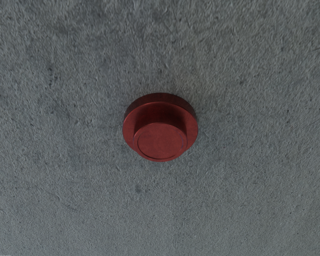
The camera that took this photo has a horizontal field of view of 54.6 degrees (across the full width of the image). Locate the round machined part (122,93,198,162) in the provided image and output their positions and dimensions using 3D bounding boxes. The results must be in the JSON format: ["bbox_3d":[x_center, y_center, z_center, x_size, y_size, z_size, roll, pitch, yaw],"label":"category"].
[{"bbox_3d":[0.000,0.006,0.401,0.099,0.042,0.097,0,130,0],"label":"round machined part"}]
